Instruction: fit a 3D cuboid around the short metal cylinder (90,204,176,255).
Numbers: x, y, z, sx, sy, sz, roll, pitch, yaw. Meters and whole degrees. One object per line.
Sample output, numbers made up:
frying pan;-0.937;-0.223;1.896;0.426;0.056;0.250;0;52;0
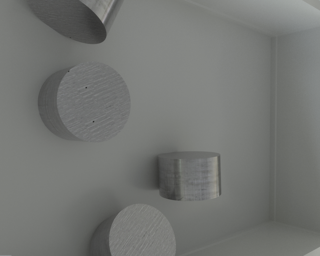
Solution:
short metal cylinder;-0.030;0.131;0.345;0.081;0.050;0.080;19;53;-26

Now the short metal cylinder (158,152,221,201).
short metal cylinder;0.038;0.060;0.403;0.081;0.080;0.050;-4;93;-40

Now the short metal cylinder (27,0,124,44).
short metal cylinder;-0.080;-0.127;0.303;0.080;0.080;0.050;33;70;-35

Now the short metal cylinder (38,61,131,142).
short metal cylinder;-0.078;-0.026;0.324;0.081;0.050;0.080;0;90;-40
